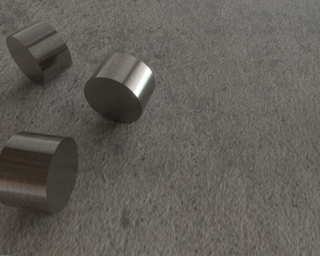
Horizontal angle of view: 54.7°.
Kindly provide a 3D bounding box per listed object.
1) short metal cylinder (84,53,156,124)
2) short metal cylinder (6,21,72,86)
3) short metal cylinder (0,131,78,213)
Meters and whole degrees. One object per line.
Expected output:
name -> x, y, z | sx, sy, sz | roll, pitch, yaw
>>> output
short metal cylinder -> -0.052, -0.051, 0.410 | 0.080, 0.080, 0.050 | 15, 52, 12
short metal cylinder -> -0.178, -0.110, 0.458 | 0.080, 0.080, 0.050 | 32, 57, 23
short metal cylinder -> -0.126, 0.046, 0.327 | 0.050, 0.080, 0.080 | 7, 50, 5
